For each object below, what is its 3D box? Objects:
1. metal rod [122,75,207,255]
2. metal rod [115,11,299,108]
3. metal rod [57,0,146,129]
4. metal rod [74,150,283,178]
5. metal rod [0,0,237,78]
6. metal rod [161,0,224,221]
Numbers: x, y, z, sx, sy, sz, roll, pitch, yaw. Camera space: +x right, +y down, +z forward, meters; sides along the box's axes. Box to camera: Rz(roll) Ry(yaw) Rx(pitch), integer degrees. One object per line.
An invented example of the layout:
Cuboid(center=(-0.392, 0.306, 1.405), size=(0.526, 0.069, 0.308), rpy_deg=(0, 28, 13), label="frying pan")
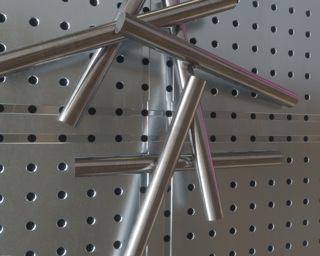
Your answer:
Cuboid(center=(-0.005, 0.080, 0.388), size=(0.025, 0.025, 0.299), rpy_deg=(19, 92, -19), label="metal rod")
Cuboid(center=(0.082, -0.079, 0.413), size=(0.302, 0.025, 0.025), rpy_deg=(16, 85, -30), label="metal rod")
Cuboid(center=(-0.046, -0.137, 0.395), size=(0.025, 0.025, 0.299), rpy_deg=(29, 80, -18), label="metal rod")
Cuboid(center=(0.038, 0.047, 0.426), size=(0.302, 0.025, 0.025), rpy_deg=(0, 90, -20), label="metal rod")
Cuboid(center=(-0.040, -0.118, 0.369), size=(0.302, 0.025, 0.025), rpy_deg=(-22, 98, -17), label="metal rod")
Cuboid(center=(0.042, -0.030, 0.409), size=(0.025, 0.025, 0.299), rpy_deg=(-10, 87, -20), label="metal rod")
